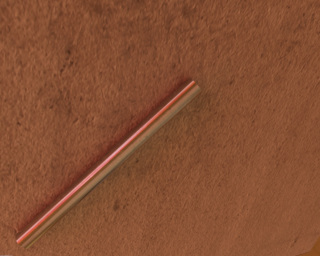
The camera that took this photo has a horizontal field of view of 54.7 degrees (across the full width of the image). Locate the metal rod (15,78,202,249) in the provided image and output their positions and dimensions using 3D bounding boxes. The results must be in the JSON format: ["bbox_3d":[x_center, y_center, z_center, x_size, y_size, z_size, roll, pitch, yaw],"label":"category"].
[{"bbox_3d":[-0.066,0.045,0.400,0.300,0.025,0.025,-42,130,0],"label":"metal rod"}]
